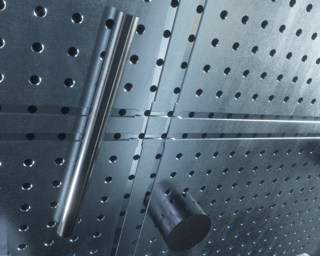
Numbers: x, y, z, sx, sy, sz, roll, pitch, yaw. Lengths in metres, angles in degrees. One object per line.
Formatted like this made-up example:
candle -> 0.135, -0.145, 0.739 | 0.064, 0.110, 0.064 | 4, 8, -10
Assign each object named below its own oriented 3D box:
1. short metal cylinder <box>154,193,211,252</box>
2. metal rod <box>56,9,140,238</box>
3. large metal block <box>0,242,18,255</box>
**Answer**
short metal cylinder -> 0.037, 0.155, 0.511 | 0.081, 0.050, 0.079 | -14, 124, -21
metal rod -> -0.081, 0.012, 0.373 | 0.025, 0.025, 0.298 | 7, 115, -32
large metal block -> -0.221, 0.210, 0.404 | 0.081, 0.050, 0.080 | -23, 127, -15
